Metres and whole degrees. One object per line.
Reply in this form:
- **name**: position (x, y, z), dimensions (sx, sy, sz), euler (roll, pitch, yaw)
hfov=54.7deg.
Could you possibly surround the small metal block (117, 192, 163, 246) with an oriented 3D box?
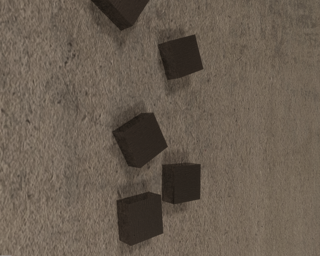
- **small metal block**: position (-0.024, 0.111, 0.386), dimensions (0.050, 0.025, 0.050), euler (-6, 94, -40)

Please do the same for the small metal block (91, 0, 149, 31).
- **small metal block**: position (-0.045, -0.154, 0.368), dimensions (0.050, 0.025, 0.050), euler (41, 65, -33)

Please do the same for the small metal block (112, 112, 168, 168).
- **small metal block**: position (-0.024, 0.014, 0.387), dimensions (0.050, 0.025, 0.050), euler (-36, 112, -34)

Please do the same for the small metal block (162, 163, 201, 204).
- **small metal block**: position (0.030, 0.076, 0.433), dimensions (0.050, 0.025, 0.050), euler (1, 89, -40)

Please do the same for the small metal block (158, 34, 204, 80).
- **small metal block**: position (0.029, -0.099, 0.431), dimensions (0.050, 0.025, 0.050), euler (-26, 107, -37)
